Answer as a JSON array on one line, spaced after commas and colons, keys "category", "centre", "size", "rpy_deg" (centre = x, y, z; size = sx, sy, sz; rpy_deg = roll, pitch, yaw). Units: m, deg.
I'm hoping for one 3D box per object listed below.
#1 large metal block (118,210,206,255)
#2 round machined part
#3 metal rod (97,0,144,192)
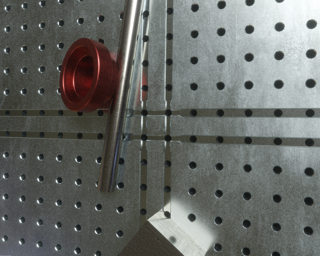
[{"category": "large metal block", "centre": [-0.001, 0.168, 0.399], "size": [0.080, 0.050, 0.080], "rpy_deg": [41, 102, 15]}, {"category": "round machined part", "centre": [-0.094, -0.069, 0.422], "size": [0.098, 0.042, 0.097], "rpy_deg": [-5, 82, 44]}, {"category": "metal rod", "centre": [-0.053, -0.060, 0.430], "size": [0.025, 0.025, 0.298], "rpy_deg": [10, 93, 19]}]
